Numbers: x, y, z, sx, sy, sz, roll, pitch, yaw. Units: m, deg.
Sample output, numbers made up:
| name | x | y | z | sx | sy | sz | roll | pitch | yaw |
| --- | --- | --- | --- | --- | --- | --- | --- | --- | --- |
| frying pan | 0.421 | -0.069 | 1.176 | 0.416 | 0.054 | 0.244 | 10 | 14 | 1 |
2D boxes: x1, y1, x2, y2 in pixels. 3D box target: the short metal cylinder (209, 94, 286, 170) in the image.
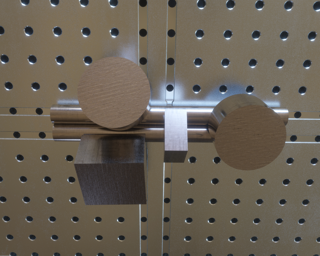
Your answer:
| name | x | y | z | sx | sy | sz | roll | pitch | yaw |
| --- | --- | --- | --- | --- | --- | --- | --- | --- | --- |
| short metal cylinder | 0.102 | 0.004 | 0.372 | 0.081 | 0.050 | 0.079 | 0 | 110 | 0 |

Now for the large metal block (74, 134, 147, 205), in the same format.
| name | x | y | z | sx | sy | sz | roll | pitch | yaw |
| --- | --- | --- | --- | --- | --- | --- | --- | --- | --- |
| large metal block | -0.059 | 0.055 | 0.401 | 0.081 | 0.050 | 0.079 | -1 | 130 | 0 |

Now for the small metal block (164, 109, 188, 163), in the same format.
| name | x | y | z | sx | sy | sz | roll | pitch | yaw |
| --- | --- | --- | --- | --- | --- | --- | --- | --- | --- |
| small metal block | 0.018 | 0.011 | 0.370 | 0.025 | 0.050 | 0.050 | 1 | 68 | -1 |

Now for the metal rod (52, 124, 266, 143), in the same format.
| name | x | y | z | sx | sy | sz | roll | pitch | yaw |
| --- | --- | --- | --- | --- | --- | --- | --- | --- | --- |
| metal rod | 0.012 | 0.007 | 0.412 | 0.302 | 0.025 | 0.025 | 1 | 110 | -1 |

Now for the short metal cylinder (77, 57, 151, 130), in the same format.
| name | x | y | z | sx | sy | sz | roll | pitch | yaw |
| --- | --- | --- | --- | --- | --- | --- | --- | --- | --- |
| short metal cylinder | -0.051 | -0.038 | 0.366 | 0.081 | 0.050 | 0.080 | 0 | 86 | -1 |

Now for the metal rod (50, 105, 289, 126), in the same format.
| name | x | y | z | sx | sy | sz | roll | pitch | yaw |
| --- | --- | --- | --- | --- | --- | --- | --- | --- | --- |
| metal rod | 0.013 | -0.017 | 0.404 | 0.302 | 0.025 | 0.025 | 1 | 110 | -1 |
